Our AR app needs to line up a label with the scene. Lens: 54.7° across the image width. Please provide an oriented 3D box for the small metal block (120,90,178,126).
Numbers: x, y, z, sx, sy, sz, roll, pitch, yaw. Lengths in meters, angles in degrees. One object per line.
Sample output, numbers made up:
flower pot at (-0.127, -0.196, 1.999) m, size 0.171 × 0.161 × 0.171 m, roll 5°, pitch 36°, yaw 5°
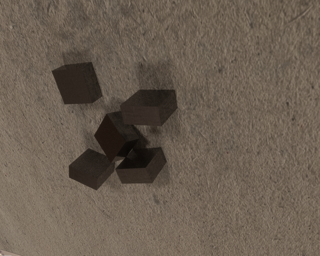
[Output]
small metal block at (-0.013, -0.026, 0.380) m, size 0.050 × 0.050 × 0.025 m, roll 4°, pitch 120°, yaw 26°

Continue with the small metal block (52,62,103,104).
small metal block at (-0.114, -0.061, 0.427) m, size 0.050 × 0.025 × 0.050 m, roll 0°, pitch 119°, yaw 27°

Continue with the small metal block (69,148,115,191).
small metal block at (-0.105, 0.063, 0.483) m, size 0.050 × 0.050 × 0.025 m, roll 21°, pitch 126°, yaw 15°

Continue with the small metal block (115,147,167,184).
small metal block at (-0.026, 0.052, 0.435) m, size 0.050 × 0.050 × 0.025 m, roll -7°, pitch 116°, yaw 31°

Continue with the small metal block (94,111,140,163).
small metal block at (-0.062, 0.013, 0.434) m, size 0.050 × 0.025 × 0.050 m, roll 54°, pitch 132°, yaw 20°
